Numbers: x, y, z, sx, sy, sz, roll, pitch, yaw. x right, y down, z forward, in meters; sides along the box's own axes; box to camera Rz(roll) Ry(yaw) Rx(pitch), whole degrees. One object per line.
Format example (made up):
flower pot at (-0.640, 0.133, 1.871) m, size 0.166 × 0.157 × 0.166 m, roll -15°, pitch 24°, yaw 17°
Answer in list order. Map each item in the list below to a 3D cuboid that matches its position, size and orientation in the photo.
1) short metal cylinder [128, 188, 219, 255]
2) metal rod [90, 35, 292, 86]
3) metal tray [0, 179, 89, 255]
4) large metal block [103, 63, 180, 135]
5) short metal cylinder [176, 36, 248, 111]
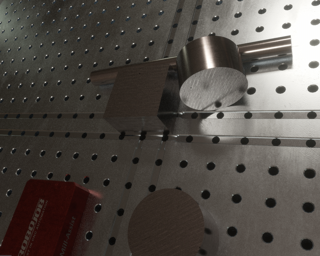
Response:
short metal cylinder at (0.014, 0.108, 0.317) m, size 0.080 × 0.050 × 0.080 m, roll -13°, pitch 56°, yaw 20°
metal rod at (0.028, -0.092, 0.448) m, size 0.301 × 0.025 × 0.025 m, roll -4°, pitch 60°, yaw 25°
metal tray at (-0.154, 0.134, 0.401) m, size 0.090 × 0.030 × 0.130 m, roll -1°, pitch 61°, yaw 27°
large metal block at (-0.021, -0.037, 0.425) m, size 0.080 × 0.050 × 0.080 m, roll -1°, pitch 61°, yaw 27°
short metal cylinder at (0.062, -0.065, 0.380) m, size 0.080 × 0.080 × 0.050 m, roll -16°, pitch 55°, yaw 18°
